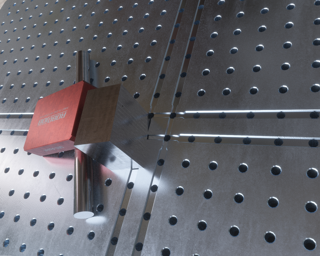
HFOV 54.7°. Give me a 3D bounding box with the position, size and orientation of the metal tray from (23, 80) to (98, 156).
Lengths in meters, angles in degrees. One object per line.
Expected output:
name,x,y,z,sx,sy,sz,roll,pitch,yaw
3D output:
metal tray,-0.149,-0.011,0.464,0.130,0.030,0.090,-12,61,39

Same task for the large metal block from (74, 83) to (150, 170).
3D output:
large metal block,-0.058,0.002,0.402,0.050,0.080,0.080,-8,58,24

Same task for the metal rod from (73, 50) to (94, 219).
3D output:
metal rod,-0.118,-0.011,0.477,0.025,0.025,0.299,-21,54,15
